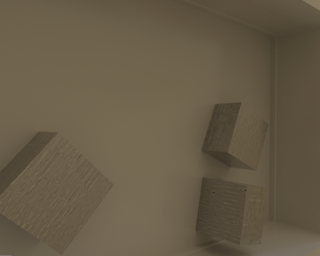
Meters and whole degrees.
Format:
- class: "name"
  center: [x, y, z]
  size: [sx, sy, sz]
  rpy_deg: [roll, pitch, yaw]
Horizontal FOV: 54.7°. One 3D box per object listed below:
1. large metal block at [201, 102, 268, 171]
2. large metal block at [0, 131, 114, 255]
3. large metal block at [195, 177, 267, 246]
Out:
- class: "large metal block"
  center: [0.120, 0.014, 0.491]
  size: [0.080, 0.050, 0.080]
  rpy_deg: [30, 71, -36]
- class: "large metal block"
  center: [-0.107, 0.060, 0.301]
  size: [0.080, 0.050, 0.080]
  rpy_deg: [51, 60, -28]
- class: "large metal block"
  center: [0.104, 0.120, 0.458]
  size: [0.050, 0.080, 0.080]
  rpy_deg: [15, 81, -39]
